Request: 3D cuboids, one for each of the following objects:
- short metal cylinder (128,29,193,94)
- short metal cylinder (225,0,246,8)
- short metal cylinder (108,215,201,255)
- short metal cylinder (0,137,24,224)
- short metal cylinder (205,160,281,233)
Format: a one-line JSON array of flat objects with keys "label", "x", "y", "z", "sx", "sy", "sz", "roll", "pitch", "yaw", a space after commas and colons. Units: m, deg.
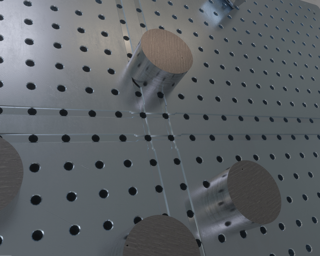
[{"label": "short metal cylinder", "x": 0.000, "y": -0.097, "z": 0.451, "sx": 0.081, "sy": 0.050, "sz": 0.080, "roll": 14, "pitch": 56, "yaw": -21}, {"label": "short metal cylinder", "x": 0.164, "y": -0.298, "z": 0.643, "sx": 0.050, "sy": 0.080, "sz": 0.081, "roll": 49, "pitch": 51, "yaw": 6}, {"label": "short metal cylinder", "x": -0.007, "y": 0.133, "z": 0.307, "sx": 0.081, "sy": 0.050, "sz": 0.080, "roll": 14, "pitch": 56, "yaw": -21}, {"label": "short metal cylinder", "x": -0.166, "y": 0.049, "z": 0.273, "sx": 0.081, "sy": 0.050, "sz": 0.080, "roll": 14, "pitch": 56, "yaw": -21}, {"label": "short metal cylinder", "x": 0.105, "y": 0.088, "z": 0.395, "sx": 0.081, "sy": 0.050, "sz": 0.080, "roll": 14, "pitch": 56, "yaw": -21}]
